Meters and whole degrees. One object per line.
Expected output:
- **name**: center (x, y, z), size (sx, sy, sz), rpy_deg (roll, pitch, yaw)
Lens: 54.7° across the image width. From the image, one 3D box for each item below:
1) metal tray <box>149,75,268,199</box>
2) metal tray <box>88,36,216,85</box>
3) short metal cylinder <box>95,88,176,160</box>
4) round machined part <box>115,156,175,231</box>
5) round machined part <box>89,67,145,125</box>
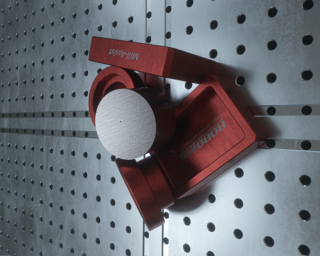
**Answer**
- **metal tray**: center (0.046, 0.013, 0.365), size (0.129, 0.030, 0.090), rpy_deg (-44, 64, 31)
- **metal tray**: center (-0.011, -0.081, 0.374), size (0.130, 0.091, 0.030), rpy_deg (20, 103, 38)
- **short metal cylinder**: center (-0.028, -0.007, 0.366), size (0.080, 0.050, 0.079), rpy_deg (5, 101, 27)
- **round machined part**: center (-0.016, 0.074, 0.387), size (0.098, 0.042, 0.098), rpy_deg (59, 168, 23)
- **round machined part**: center (-0.054, -0.037, 0.441), size (0.098, 0.042, 0.097), rpy_deg (0, 90, 39)
